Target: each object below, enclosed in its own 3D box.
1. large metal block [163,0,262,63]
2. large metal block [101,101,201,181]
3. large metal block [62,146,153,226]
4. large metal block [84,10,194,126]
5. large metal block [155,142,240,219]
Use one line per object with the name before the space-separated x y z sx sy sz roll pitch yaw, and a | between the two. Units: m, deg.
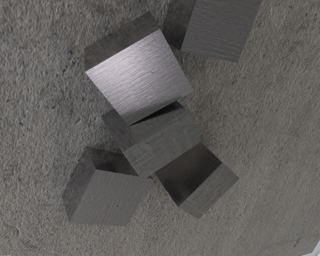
large metal block | 0.056 -0.125 0.344 0.081 0.050 0.079 3 117 -30
large metal block | -0.012 0.001 0.365 0.080 0.080 0.050 -33 129 -7
large metal block | -0.069 0.077 0.401 0.081 0.050 0.080 17 110 -35
large metal block | -0.022 -0.061 0.328 0.080 0.050 0.080 -28 130 8
large metal block | 0.049 0.066 0.439 0.080 0.080 0.050 -46 129 4
